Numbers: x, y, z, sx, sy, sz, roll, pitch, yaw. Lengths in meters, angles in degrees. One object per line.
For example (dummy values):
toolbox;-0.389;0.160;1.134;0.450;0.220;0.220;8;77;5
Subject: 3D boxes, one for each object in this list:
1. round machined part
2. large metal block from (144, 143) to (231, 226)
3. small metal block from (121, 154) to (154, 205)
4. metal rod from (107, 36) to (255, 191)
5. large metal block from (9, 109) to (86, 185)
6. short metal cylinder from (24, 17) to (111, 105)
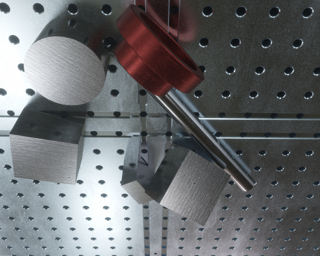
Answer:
round machined part;-0.006;-0.069;0.302;0.098;0.098;0.042;37;111;-27
large metal block;0.039;0.079;0.436;0.080;0.050;0.080;33;82;-25
small metal block;-0.031;0.076;0.460;0.025;0.050;0.050;-23;127;18
metal rod;0.045;-0.001;0.410;0.025;0.025;0.300;-31;124;23
large metal block;-0.148;0.027;0.417;0.081;0.050;0.079;9;130;-8
short metal cylinder;-0.096;-0.071;0.333;0.081;0.050;0.079;0;130;0
